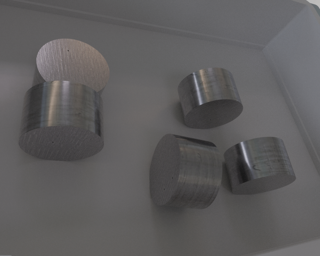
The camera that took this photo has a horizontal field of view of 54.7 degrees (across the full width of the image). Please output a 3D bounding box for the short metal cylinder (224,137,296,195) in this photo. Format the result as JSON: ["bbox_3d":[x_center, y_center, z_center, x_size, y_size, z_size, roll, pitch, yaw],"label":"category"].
[{"bbox_3d":[0.130,0.052,0.408,0.081,0.080,0.050,6,59,-25],"label":"short metal cylinder"}]

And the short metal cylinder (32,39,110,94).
[{"bbox_3d":[-0.106,-0.058,0.368,0.081,0.050,0.080,14,56,-21],"label":"short metal cylinder"}]

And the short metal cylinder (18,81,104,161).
[{"bbox_3d":[-0.099,-0.005,0.320,0.081,0.080,0.050,7,59,-25],"label":"short metal cylinder"}]

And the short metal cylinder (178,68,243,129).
[{"bbox_3d":[0.069,-0.039,0.431,0.081,0.080,0.050,4,60,-26],"label":"short metal cylinder"}]

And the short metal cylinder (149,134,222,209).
[{"bbox_3d":[0.027,0.050,0.354,0.050,0.080,0.080,12,57,-22],"label":"short metal cylinder"}]
